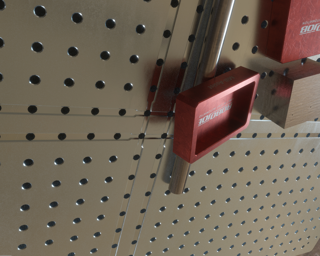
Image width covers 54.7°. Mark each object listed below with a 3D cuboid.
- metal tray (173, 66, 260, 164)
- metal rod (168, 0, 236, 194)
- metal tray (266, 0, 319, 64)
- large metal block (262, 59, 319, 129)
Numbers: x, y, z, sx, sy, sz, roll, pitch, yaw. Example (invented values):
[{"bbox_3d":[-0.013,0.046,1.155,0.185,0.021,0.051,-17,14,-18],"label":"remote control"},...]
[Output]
[{"bbox_3d":[0.075,-0.020,0.406,0.131,0.030,0.089,-27,134,-35],"label":"metal tray"},{"bbox_3d":[0.052,-0.035,0.417,0.025,0.025,0.298,-3,120,-27],"label":"metal rod"},{"bbox_3d":[0.215,-0.149,0.433,0.131,0.030,0.089,-17,125,-19],"label":"metal tray"},{"bbox_3d":[0.211,-0.054,0.477,0.081,0.050,0.079,-16,125,-19],"label":"large metal block"}]
